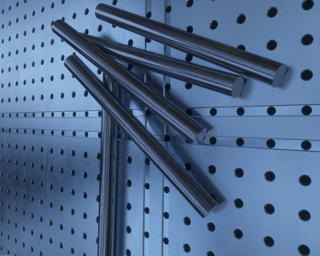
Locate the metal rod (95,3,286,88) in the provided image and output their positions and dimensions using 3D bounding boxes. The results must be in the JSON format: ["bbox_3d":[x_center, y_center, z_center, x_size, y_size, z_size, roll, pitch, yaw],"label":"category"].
[{"bbox_3d":[0.014,-0.116,0.395,0.300,0.025,0.025,32,110,35],"label":"metal rod"}]

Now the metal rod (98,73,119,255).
[{"bbox_3d":[-0.079,0.063,0.471,0.025,0.025,0.298,3,92,39],"label":"metal rod"}]

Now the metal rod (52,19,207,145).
[{"bbox_3d":[-0.057,-0.076,0.432,0.300,0.025,0.025,39,114,25],"label":"metal rod"}]

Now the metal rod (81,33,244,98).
[{"bbox_3d":[-0.024,-0.096,0.427,0.300,0.025,0.025,25,106,36],"label":"metal rod"}]

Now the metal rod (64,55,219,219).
[{"bbox_3d":[-0.038,-0.002,0.416,0.300,0.025,0.025,46,117,22],"label":"metal rod"}]
